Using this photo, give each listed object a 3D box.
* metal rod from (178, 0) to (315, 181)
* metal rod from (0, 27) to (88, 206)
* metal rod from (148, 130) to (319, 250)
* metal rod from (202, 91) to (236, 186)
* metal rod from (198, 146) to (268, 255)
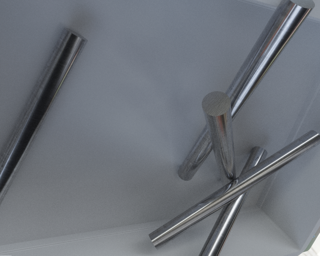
[{"bbox_3d":[0.076,-0.016,0.363,0.025,0.025,0.298,-10,148,-24],"label":"metal rod"},{"bbox_3d":[-0.161,0.030,0.339,0.025,0.025,0.299,23,106,-37],"label":"metal rod"},{"bbox_3d":[0.118,0.090,0.470,0.301,0.025,0.025,-31,129,-8],"label":"metal rod"},{"bbox_3d":[0.085,0.037,0.406,0.025,0.025,0.300,-38,153,-3],"label":"metal rod"},{"bbox_3d":[0.095,0.146,0.462,0.301,0.025,0.025,-54,135,-29],"label":"metal rod"}]
